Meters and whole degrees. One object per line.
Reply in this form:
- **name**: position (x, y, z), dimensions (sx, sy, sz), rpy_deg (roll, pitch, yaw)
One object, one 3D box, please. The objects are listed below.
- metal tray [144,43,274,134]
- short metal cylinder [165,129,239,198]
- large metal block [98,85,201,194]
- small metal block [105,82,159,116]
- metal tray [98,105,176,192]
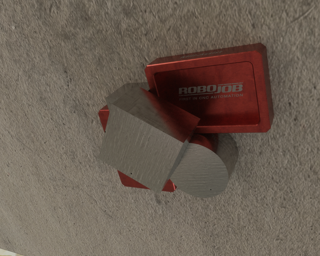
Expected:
- **metal tray**: position (0.055, -0.040, 0.351), dimensions (0.130, 0.030, 0.089), rpy_deg (-2, 118, 29)
- **short metal cylinder**: position (0.053, 0.040, 0.389), dimensions (0.080, 0.050, 0.079), rpy_deg (14, 124, 21)
- **large metal block**: position (-0.014, 0.013, 0.341), dimensions (0.080, 0.050, 0.079), rpy_deg (29, 128, 10)
- **small metal block**: position (-0.031, -0.037, 0.386), dimensions (0.050, 0.050, 0.025), rpy_deg (1, 119, 28)
- **metal tray**: position (-0.025, 0.026, 0.436), dimensions (0.090, 0.030, 0.129), rpy_deg (1, 119, 28)
